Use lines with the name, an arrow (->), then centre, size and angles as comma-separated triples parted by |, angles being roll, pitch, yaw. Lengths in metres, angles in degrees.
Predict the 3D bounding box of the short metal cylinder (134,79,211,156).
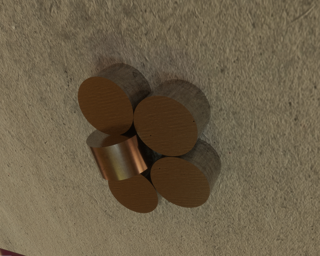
short metal cylinder -> 0.015, -0.013, 0.375 | 0.080, 0.050, 0.079 | 13, 125, 20

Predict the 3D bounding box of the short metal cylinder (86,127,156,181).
short metal cylinder -> -0.051, 0.026, 0.416 | 0.080, 0.080, 0.050 | -3, 117, 29

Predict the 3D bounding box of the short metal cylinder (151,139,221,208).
short metal cylinder -> 0.035, 0.057, 0.409 | 0.080, 0.050, 0.079 | 14, 125, 21

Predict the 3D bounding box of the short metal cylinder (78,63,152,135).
short metal cylinder -> -0.057, -0.037, 0.399 | 0.080, 0.050, 0.079 | 14, 125, 21

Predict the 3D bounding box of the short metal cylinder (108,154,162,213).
short metal cylinder -> -0.028, 0.077, 0.455 | 0.080, 0.050, 0.079 | 14, 125, 21
